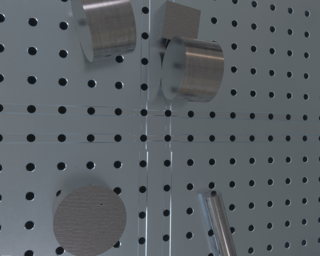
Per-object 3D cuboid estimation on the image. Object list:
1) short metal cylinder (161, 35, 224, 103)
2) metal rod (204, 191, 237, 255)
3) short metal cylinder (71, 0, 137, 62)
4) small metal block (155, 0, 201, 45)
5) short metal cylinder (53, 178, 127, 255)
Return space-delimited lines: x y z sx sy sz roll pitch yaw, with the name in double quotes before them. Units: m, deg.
"short metal cylinder" 0.039 -0.074 0.398 0.050 0.080 0.080 4 89 -20
"metal rod" 0.113 0.237 0.455 0.025 0.025 0.298 -17 96 -19
"short metal cylinder" -0.066 -0.122 0.359 0.050 0.080 0.080 -18 96 -19
"small metal block" 0.025 -0.138 0.422 0.050 0.025 0.050 9 87 -20
"short metal cylinder" -0.085 0.103 0.368 0.081 0.050 0.079 0 90 -20
